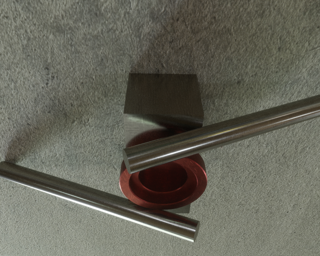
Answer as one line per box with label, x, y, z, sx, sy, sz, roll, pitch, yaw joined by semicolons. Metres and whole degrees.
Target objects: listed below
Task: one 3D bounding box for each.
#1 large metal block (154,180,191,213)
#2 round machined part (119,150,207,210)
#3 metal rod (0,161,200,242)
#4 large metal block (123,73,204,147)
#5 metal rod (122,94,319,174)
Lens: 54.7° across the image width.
large metal block;0.000;0.071;0.433;0.081;0.080;0.050;1;130;-1
round machined part;0.004;0.050;0.363;0.099;0.042;0.097;-1;130;0
metal rod;-0.096;0.091;0.412;0.301;0.025;0.025;12;133;19
large metal block;0.003;-0.021;0.355;0.081;0.080;0.050;1;130;-1
metal rod;0.108;-0.006;0.335;0.302;0.025;0.025;-15;132;-17
